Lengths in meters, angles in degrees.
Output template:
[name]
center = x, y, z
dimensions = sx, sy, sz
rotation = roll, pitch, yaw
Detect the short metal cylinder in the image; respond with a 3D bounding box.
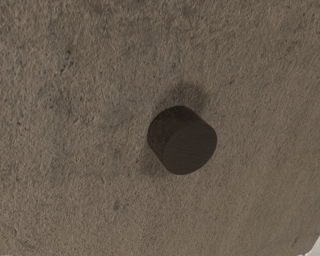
[short metal cylinder]
center = 0.029, 0.016, 0.419
dimensions = 0.081, 0.050, 0.079
rotation = -14, 125, -21
